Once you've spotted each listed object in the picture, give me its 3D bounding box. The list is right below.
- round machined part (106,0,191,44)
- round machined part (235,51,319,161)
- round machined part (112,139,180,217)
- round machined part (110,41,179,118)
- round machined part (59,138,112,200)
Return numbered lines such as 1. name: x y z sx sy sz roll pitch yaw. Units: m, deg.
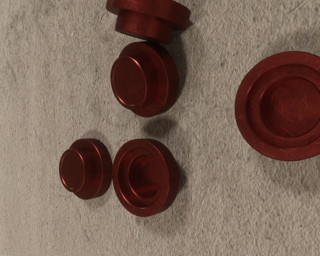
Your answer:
1. round machined part: -0.016 -0.128 0.369 0.098 0.099 0.042 23 104 37
2. round machined part: 0.125 -0.019 0.290 0.098 0.042 0.097 0 90 39
3. round machined part: -0.014 0.062 0.403 0.098 0.042 0.097 0 90 39
4. round machined part: -0.027 -0.060 0.398 0.098 0.042 0.097 18 118 40
5. round machined part: -0.124 0.066 0.493 0.098 0.042 0.097 0 90 39
